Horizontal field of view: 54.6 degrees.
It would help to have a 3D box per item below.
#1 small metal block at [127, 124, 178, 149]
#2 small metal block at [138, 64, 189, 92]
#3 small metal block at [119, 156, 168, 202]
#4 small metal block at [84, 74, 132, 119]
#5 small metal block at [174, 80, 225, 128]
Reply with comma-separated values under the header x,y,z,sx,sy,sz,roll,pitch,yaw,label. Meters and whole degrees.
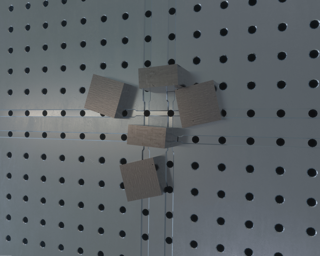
x,y,z,sx,sy,sz,roll,pitch,yaw,label
-0.008,0.010,0.403,0.050,0.050,0.025,5,92,20,small metal block
0.006,-0.062,0.398,0.050,0.050,0.025,-3,89,20,small metal block
-0.022,0.068,0.421,0.050,0.025,0.050,-15,85,19,small metal block
-0.073,-0.045,0.439,0.050,0.025,0.050,19,96,19,small metal block
0.051,-0.029,0.395,0.050,0.025,0.050,-13,86,19,small metal block
